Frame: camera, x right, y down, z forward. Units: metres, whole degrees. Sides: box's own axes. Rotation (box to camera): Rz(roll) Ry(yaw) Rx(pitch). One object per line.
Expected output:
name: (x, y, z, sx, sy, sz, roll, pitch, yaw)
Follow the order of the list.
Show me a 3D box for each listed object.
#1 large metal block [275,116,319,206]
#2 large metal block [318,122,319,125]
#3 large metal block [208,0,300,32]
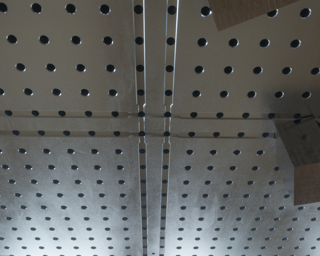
large metal block: (0.193, 0.044, 0.417, 0.050, 0.080, 0.080, -12, 129, 10)
large metal block: (0.251, 0.042, 0.416, 0.050, 0.080, 0.080, -11, 130, 9)
large metal block: (0.075, -0.145, 0.273, 0.080, 0.050, 0.080, -18, 128, 14)
